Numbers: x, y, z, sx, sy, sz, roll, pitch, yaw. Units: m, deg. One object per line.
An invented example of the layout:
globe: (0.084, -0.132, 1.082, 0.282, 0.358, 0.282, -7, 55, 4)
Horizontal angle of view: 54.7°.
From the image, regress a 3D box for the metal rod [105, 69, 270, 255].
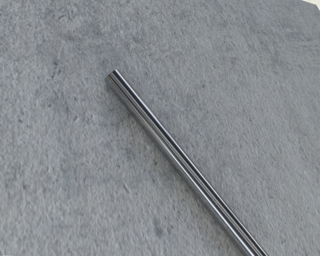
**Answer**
metal rod: (0.029, 0.046, 0.392, 0.025, 0.025, 0.300, -33, 80, -38)
